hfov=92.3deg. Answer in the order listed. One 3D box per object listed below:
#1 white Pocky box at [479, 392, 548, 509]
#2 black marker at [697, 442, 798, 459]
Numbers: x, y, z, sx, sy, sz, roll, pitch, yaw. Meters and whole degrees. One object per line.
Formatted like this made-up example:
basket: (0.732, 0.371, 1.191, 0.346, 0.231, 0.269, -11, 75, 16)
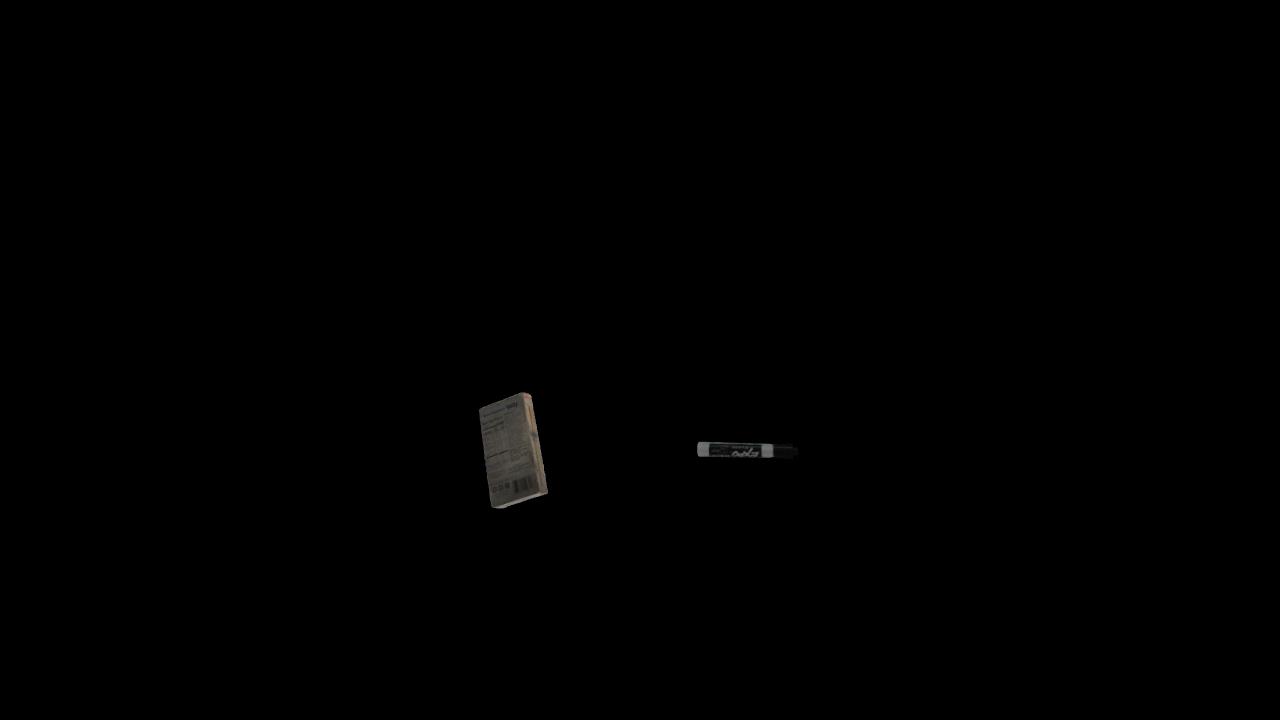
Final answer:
white Pocky box: (-0.189, 0.133, 0.905, 0.084, 0.154, 0.028, -21, -22, 18)
black marker: (0.131, 0.111, 0.754, 0.121, 0.020, 0.020, -1, 0, 16)
